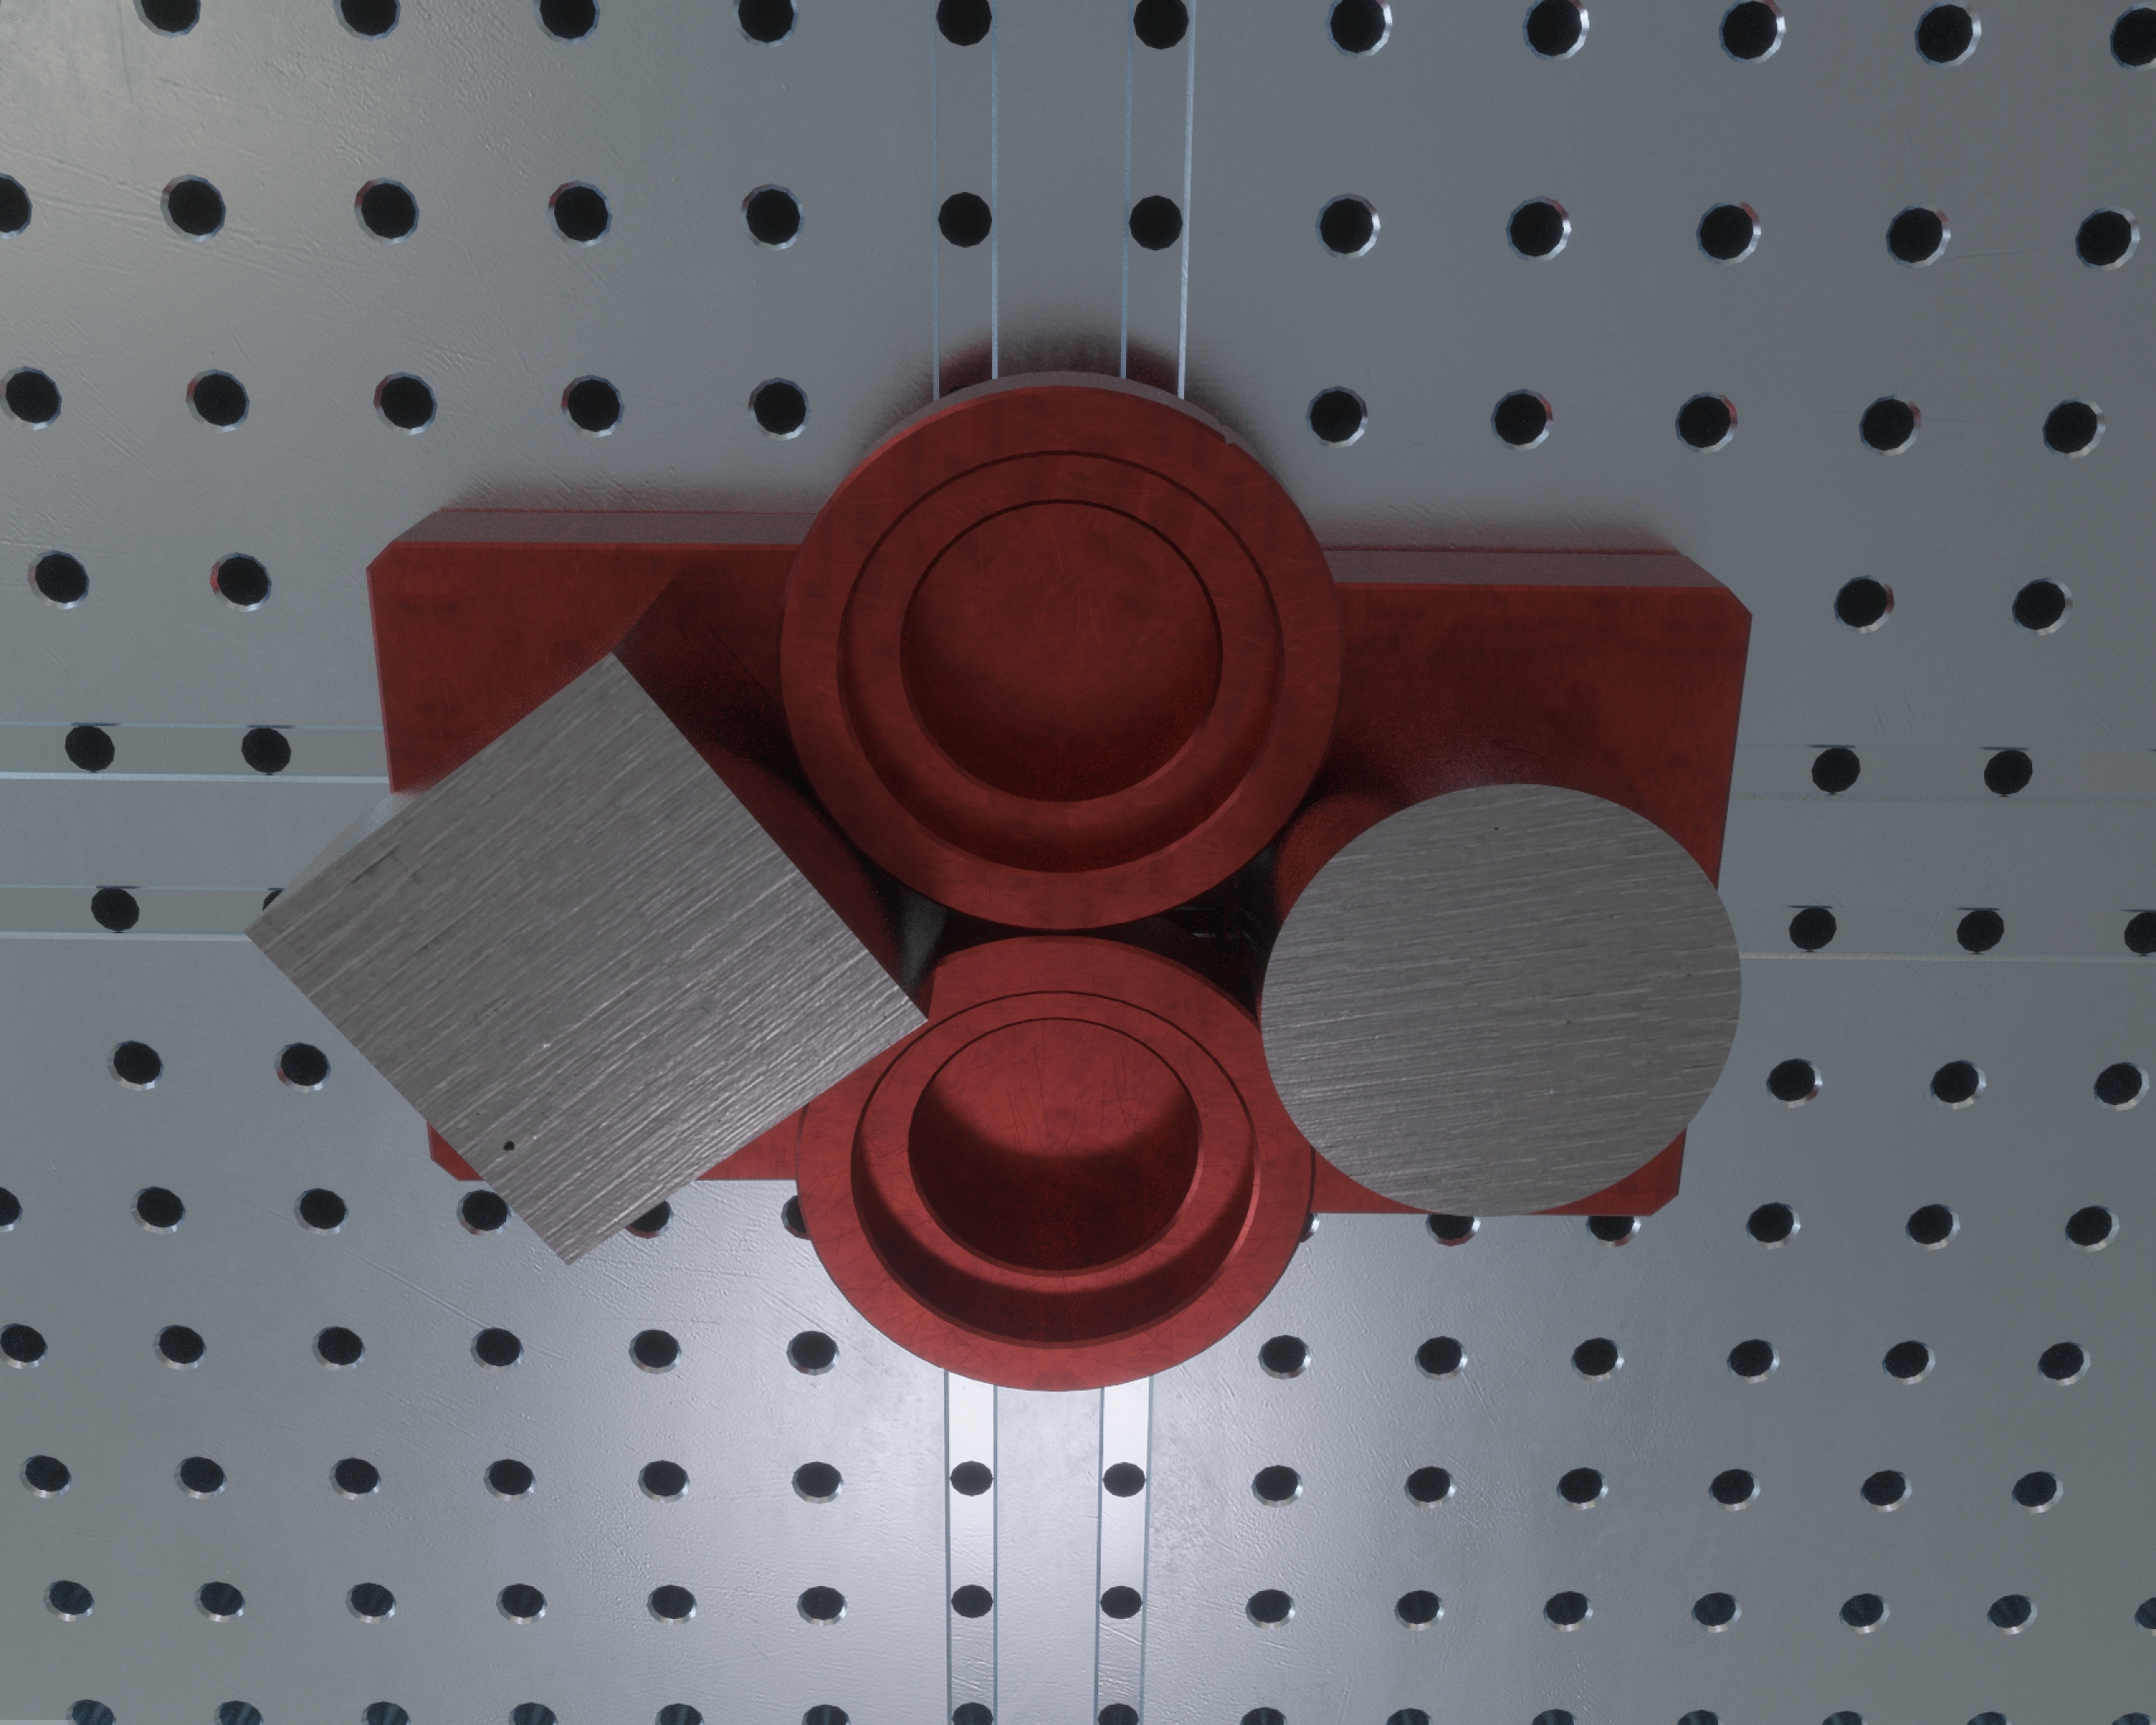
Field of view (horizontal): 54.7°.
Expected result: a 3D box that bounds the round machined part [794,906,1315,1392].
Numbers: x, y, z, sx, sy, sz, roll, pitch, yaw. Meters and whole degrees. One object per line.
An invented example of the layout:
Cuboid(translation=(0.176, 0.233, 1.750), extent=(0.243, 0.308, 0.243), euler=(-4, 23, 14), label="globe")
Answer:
Cuboid(translation=(-0.004, 0.052, 0.414), extent=(0.099, 0.042, 0.097), euler=(0, 110, 0), label="round machined part")

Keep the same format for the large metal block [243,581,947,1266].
Cuboid(translation=(-0.081, 0.010, 0.371), extent=(0.080, 0.050, 0.080), euler=(-35, 107, 12), label="large metal block")

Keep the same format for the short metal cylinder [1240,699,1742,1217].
Cuboid(translation=(0.071, 0.016, 0.374), extent=(0.081, 0.050, 0.079), euler=(0, 110, 0), label="short metal cylinder")

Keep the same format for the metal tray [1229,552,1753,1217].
Cuboid(translation=(0.076, 0.006, 0.411), extent=(0.091, 0.030, 0.129), euler=(1, 110, -1), label="metal tray")

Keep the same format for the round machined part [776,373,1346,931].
Cuboid(translation=(-0.003, -0.040, 0.380), extent=(0.099, 0.042, 0.097), euler=(0, 110, 0), label="round machined part")

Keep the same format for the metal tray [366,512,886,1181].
Cuboid(translation=(-0.083, -0.002, 0.409), extent=(0.091, 0.030, 0.129), euler=(0, 110, -2), label="metal tray")
